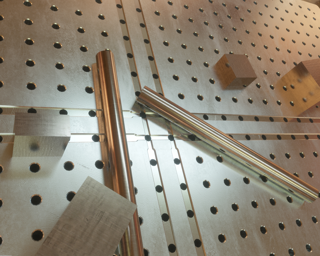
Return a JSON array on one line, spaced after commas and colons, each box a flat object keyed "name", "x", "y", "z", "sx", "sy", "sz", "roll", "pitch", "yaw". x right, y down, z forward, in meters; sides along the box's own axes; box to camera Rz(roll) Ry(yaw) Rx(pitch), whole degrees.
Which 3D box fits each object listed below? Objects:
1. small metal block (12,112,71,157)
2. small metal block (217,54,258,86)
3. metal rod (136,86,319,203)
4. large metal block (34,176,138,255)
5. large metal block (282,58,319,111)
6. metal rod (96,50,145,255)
[{"name": "small metal block", "x": -0.124, "y": 0.008, "z": 0.320, "sx": 0.050, "sy": 0.050, "sz": 0.025, "roll": 2, "pitch": 61, "yaw": -27}, {"name": "small metal block", "x": 0.135, "y": -0.101, "z": 0.542, "sx": 0.050, "sy": 0.025, "sz": 0.050, "roll": -6, "pitch": 65, "yaw": -31}, {"name": "metal rod", "x": 0.102, "y": 0.027, "z": 0.445, "sx": 0.301, "sy": 0.025, "sz": 0.025, "roll": 30, "pitch": 52, "yaw": -9}, {"name": "large metal block", "x": -0.072, "y": 0.100, "z": 0.273, "sx": 0.050, "sy": 0.080, "sz": 0.080, "roll": 34, "pitch": 51, "yaw": -7}, {"name": "large metal block", "x": 0.303, "y": -0.087, "z": 0.608, "sx": 0.081, "sy": 0.050, "sz": 0.080, "roll": -15, "pitch": 70, "yaw": -34}, {"name": "metal rod", "x": -0.048, "y": 0.033, "z": 0.361, "sx": 0.025, "sy": 0.025, "sz": 0.299, "roll": 3, "pitch": 61, "yaw": -27}]
